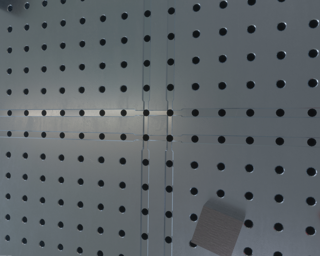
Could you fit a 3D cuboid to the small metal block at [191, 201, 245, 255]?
[{"bbox_3d":[0.073,0.127,0.387,0.050,0.025,0.050,20,97,18],"label":"small metal block"}]
